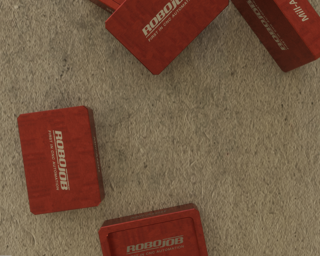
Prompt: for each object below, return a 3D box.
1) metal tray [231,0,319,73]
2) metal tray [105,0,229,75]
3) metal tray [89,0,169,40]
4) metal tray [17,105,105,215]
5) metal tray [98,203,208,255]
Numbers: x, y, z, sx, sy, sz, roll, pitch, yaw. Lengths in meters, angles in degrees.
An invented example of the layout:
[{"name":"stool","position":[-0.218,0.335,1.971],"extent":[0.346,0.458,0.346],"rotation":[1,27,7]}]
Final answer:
[{"name":"metal tray","position":[0.143,-0.135,0.378],"extent":[0.030,0.090,0.130],"rotation":[-36,90,0]},{"name":"metal tray","position":[0.008,-0.142,0.383],"extent":[0.130,0.030,0.090],"rotation":[-44,110,8]},{"name":"metal tray","position":[-0.026,-0.183,0.406],"extent":[0.130,0.030,0.090],"rotation":[32,90,0]},{"name":"metal tray","position":[-0.128,0.041,0.406],"extent":[0.091,0.030,0.129],"rotation":[-8,90,0]},{"name":"metal tray","position":[-0.006,0.158,0.407],"extent":[0.131,0.030,0.089],"rotation":[-11,90,0]}]
